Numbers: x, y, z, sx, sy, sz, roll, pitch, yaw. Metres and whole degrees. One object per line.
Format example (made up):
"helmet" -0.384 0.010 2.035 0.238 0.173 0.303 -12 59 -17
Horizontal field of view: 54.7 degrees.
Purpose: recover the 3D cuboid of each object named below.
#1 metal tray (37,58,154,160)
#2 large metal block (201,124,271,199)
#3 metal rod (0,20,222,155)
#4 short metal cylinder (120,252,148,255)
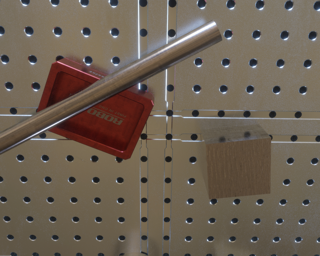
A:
"metal tray" -0.083 -0.023 0.401 0.131 0.030 0.089 22 109 -8
"large metal block" 0.101 0.044 0.417 0.080 0.050 0.079 -6 110 2
"metal rod" -0.071 -0.043 0.364 0.301 0.025 0.025 -26 108 9
"short metal cylinder" -0.042 0.247 0.491 0.081 0.050 0.079 0 110 0
